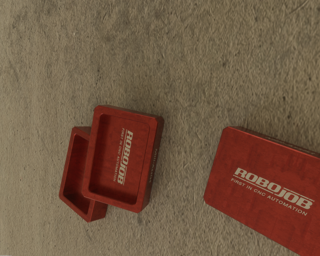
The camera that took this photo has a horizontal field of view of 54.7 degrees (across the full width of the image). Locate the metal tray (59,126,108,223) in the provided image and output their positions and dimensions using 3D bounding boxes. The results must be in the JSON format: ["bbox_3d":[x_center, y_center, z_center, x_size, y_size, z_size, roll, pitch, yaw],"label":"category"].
[{"bbox_3d":[-0.115,0.071,0.496,0.090,0.030,0.129,24,105,37],"label":"metal tray"}]

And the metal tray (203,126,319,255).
[{"bbox_3d":[0.114,0.059,0.308,0.130,0.030,0.089,23,104,37],"label":"metal tray"}]

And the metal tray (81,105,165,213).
[{"bbox_3d":[-0.051,0.040,0.422,0.090,0.030,0.129,13,99,15],"label":"metal tray"}]
